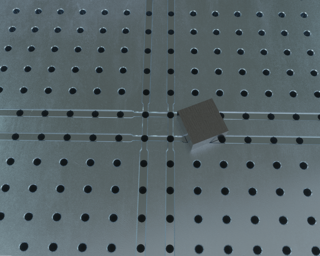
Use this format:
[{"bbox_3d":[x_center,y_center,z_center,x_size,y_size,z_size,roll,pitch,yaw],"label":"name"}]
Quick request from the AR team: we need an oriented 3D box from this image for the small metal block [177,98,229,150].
[{"bbox_3d":[0.056,-0.005,0.414,0.050,0.025,0.050,-21,71,-8],"label":"small metal block"}]
